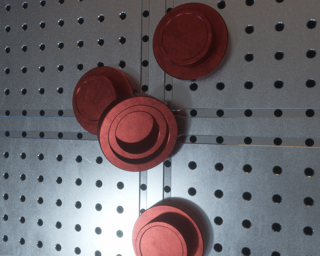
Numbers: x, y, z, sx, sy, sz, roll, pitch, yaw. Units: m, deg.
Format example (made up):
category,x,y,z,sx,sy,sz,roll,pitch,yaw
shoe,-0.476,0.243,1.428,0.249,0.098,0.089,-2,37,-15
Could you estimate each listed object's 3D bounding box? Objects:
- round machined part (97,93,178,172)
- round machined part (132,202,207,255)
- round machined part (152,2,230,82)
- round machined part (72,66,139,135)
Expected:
category,x,y,z,sx,sy,sz,roll,pitch,yaw
round machined part,-0.031,0.003,0.396,0.099,0.042,0.097,-5,108,-17
round machined part,0.008,0.148,0.400,0.098,0.042,0.097,0,90,19
round machined part,0.036,-0.110,0.390,0.098,0.042,0.097,0,90,19
round machined part,-0.081,-0.038,0.431,0.098,0.042,0.097,0,90,19
